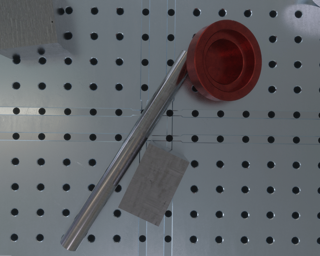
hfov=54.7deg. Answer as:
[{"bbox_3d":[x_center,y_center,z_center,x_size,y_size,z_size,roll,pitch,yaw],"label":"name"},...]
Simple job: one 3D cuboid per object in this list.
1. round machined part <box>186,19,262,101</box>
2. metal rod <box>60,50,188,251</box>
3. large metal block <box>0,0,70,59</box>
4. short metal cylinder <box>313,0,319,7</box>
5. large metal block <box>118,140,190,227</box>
[{"bbox_3d":[0.077,-0.083,0.394,0.099,0.042,0.097,-2,95,-23],"label":"round machined part"},{"bbox_3d":[-0.041,0.030,0.412,0.025,0.025,0.299,33,90,0],"label":"metal rod"},{"bbox_3d":[-0.169,-0.138,0.399,0.080,0.050,0.080,-7,90,0],"label":"large metal block"},{"bbox_3d":[0.239,-0.185,0.387,0.080,0.080,0.050,26,90,0],"label":"short metal cylinder"},{"bbox_3d":[-0.007,0.063,0.386,0.050,0.080,0.080,26,90,0],"label":"large metal block"}]
